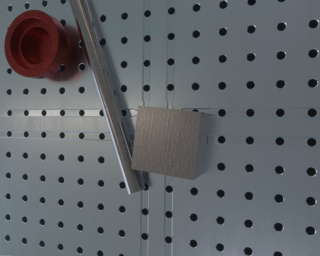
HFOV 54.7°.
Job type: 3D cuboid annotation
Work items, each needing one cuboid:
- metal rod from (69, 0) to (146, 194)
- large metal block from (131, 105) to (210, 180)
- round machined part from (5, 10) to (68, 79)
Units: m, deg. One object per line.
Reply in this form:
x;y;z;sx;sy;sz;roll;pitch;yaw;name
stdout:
-0.077;-0.055;0.439;0.025;0.025;0.299;-20;83;19;metal rod
0.015;0.016;0.394;0.080;0.050;0.079;7;93;19;large metal block
-0.180;-0.122;0.467;0.098;0.042;0.097;0;90;20;round machined part
